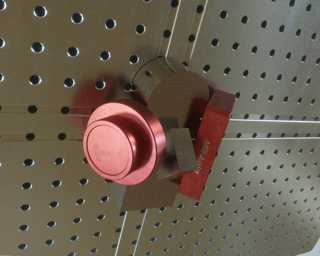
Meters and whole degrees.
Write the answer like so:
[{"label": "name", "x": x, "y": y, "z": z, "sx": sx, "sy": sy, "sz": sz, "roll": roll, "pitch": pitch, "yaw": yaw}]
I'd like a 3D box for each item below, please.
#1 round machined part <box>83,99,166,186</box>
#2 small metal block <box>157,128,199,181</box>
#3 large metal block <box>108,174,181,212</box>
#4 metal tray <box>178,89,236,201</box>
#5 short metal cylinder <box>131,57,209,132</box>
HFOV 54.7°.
[{"label": "round machined part", "x": -0.046, "y": 0.019, "z": 0.345, "sx": 0.042, "sy": 0.098, "sz": 0.097, "roll": -26, "pitch": 137, "yaw": -56}, {"label": "small metal block", "x": 0.016, "y": 0.032, "z": 0.368, "sx": 0.025, "sy": 0.050, "sz": 0.050, "roll": -2, "pitch": 162, "yaw": -31}, {"label": "large metal block", "x": -0.017, "y": 0.063, "z": 0.424, "sx": 0.081, "sy": 0.050, "sz": 0.079, "roll": 2, "pitch": 118, "yaw": -30}, {"label": "metal tray", "x": 0.064, "y": 0.021, "z": 0.419, "sx": 0.030, "sy": 0.090, "sz": 0.129, "roll": 20, "pitch": 115, "yaw": 10}, {"label": "short metal cylinder", "x": 0.012, "y": -0.040, "z": 0.376, "sx": 0.081, "sy": 0.050, "sz": 0.079, "roll": -14, "pitch": 124, "yaw": -21}]
